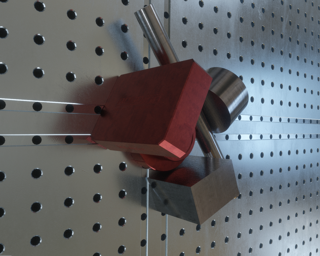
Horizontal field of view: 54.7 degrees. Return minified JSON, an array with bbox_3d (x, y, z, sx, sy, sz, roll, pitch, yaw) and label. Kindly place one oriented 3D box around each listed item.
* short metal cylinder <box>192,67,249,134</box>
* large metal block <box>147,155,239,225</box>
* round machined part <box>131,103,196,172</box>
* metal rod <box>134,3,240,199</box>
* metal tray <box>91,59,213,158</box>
[{"bbox_3d":[0.077,-0.039,0.439,0.050,0.080,0.080,-45,117,-31],"label":"short metal cylinder"},{"bbox_3d":[0.044,0.077,0.413,0.081,0.080,0.050,-25,106,-38],"label":"large metal block"},{"bbox_3d":[0.009,0.009,0.407,0.099,0.042,0.097,0,90,-40],"label":"round machined part"},{"bbox_3d":[0.046,-0.020,0.422,0.025,0.025,0.299,-43,116,-32],"label":"metal rod"},{"bbox_3d":[-0.014,-0.019,0.331,0.030,0.130,0.090,34,69,-35],"label":"metal tray"}]
